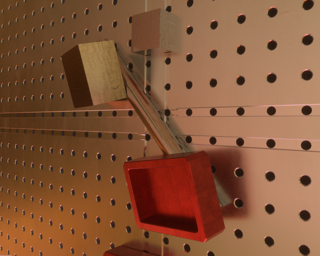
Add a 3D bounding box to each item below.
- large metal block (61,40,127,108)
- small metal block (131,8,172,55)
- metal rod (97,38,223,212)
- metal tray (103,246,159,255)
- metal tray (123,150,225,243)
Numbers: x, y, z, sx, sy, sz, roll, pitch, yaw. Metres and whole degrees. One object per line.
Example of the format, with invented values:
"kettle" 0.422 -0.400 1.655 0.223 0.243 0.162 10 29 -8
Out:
"large metal block" -0.096 -0.074 0.444 0.080 0.050 0.079 1 105 57
"small metal block" -0.011 -0.128 0.417 0.050 0.025 0.050 3 92 39
"metal rod" -0.014 -0.016 0.418 0.025 0.025 0.299 -49 62 29
"metal tray" -0.036 0.242 0.433 0.090 0.030 0.129 -4 87 39
"metal tray" 0.010 0.078 0.369 0.130 0.030 0.089 -13 90 52
